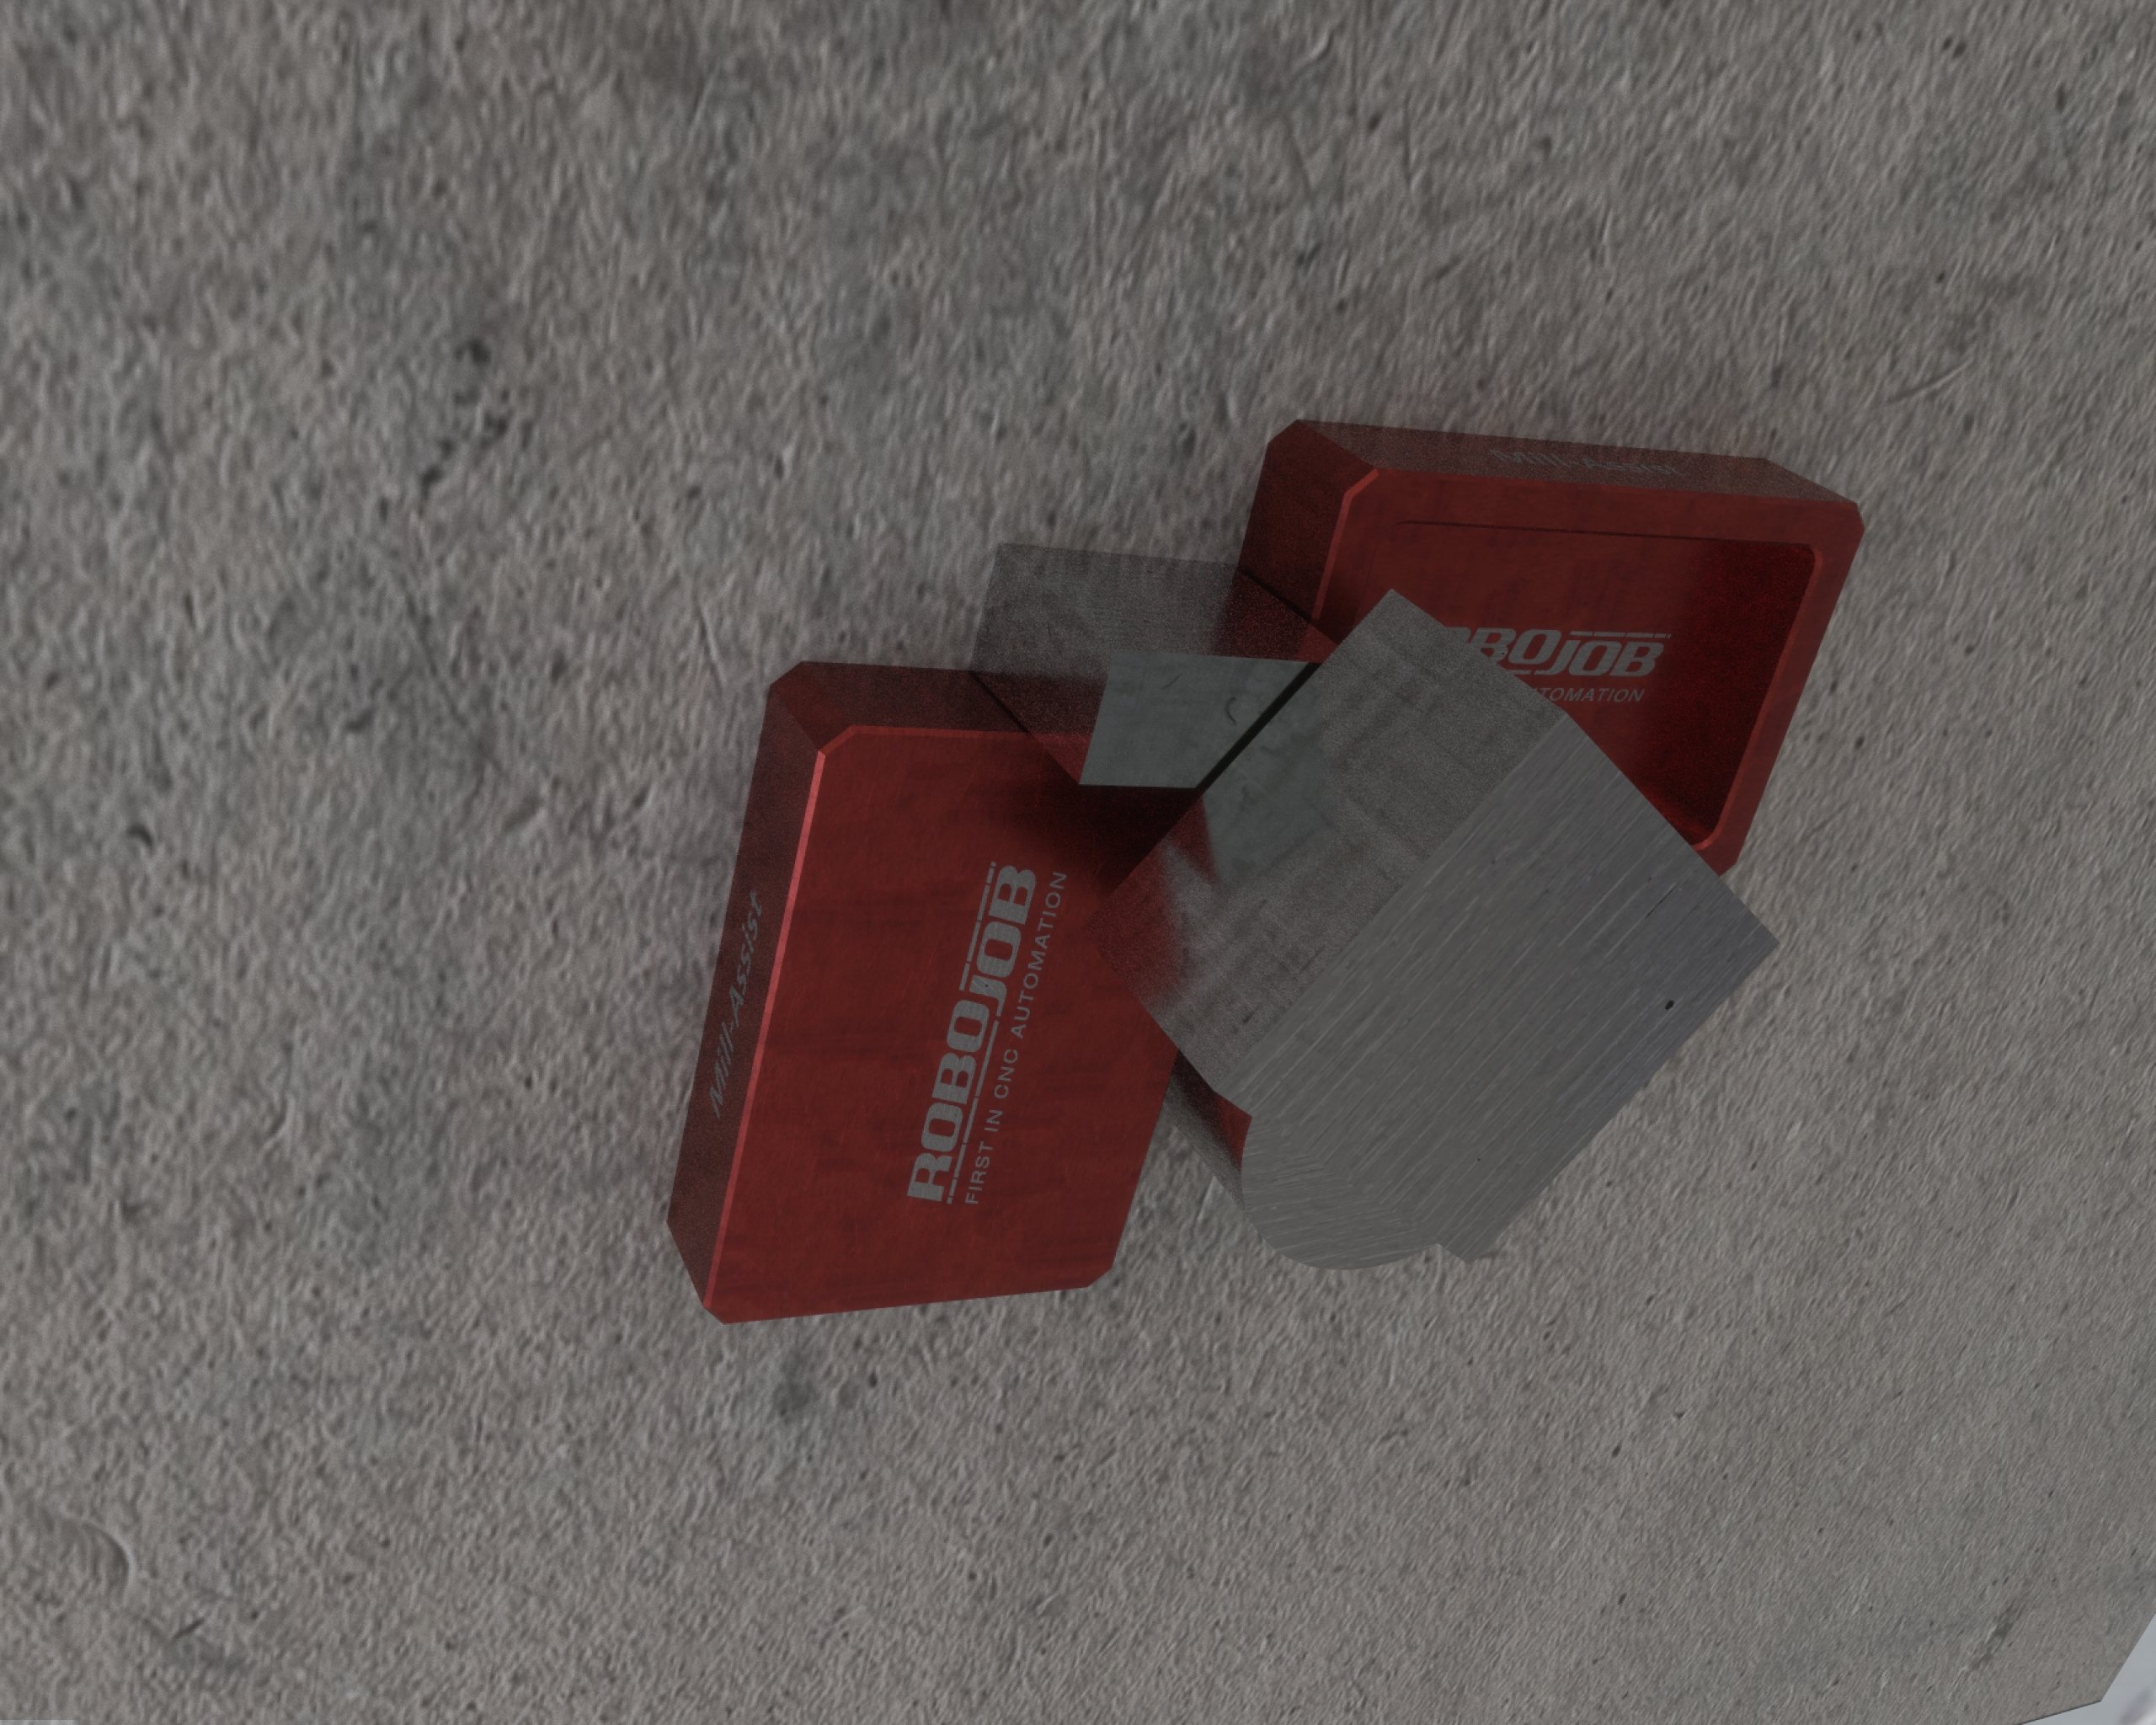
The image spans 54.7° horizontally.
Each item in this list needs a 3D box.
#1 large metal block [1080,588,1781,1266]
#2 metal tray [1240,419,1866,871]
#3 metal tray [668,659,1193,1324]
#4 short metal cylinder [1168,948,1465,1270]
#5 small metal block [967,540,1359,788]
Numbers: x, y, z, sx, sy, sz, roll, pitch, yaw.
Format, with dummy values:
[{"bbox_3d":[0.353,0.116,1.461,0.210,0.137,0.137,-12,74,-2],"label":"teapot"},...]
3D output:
[{"bbox_3d":[0.063,0.013,0.368,0.080,0.050,0.080,-48,129,6],"label":"large metal block"},{"bbox_3d":[0.092,-0.040,0.431,0.131,0.030,0.089,-2,119,-28],"label":"metal tray"},{"bbox_3d":[-0.024,0.027,0.410,0.091,0.030,0.129,1,118,-29],"label":"metal tray"},{"bbox_3d":[0.059,0.040,0.449,0.081,0.050,0.079,-13,124,-20],"label":"short metal cylinder"},{"bbox_3d":[0.015,-0.036,0.378,0.050,0.050,0.025,1,118,-29],"label":"small metal block"}]
